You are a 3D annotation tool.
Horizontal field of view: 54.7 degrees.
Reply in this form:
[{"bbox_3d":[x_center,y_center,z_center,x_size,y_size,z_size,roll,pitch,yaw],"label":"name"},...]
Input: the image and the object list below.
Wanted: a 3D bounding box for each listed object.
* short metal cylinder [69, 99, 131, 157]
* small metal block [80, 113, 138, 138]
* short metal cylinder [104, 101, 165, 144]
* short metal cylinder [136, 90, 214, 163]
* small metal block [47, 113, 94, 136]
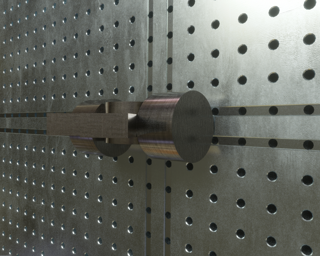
[{"bbox_3d":[-0.081,-0.001,0.440,0.050,0.081,0.079,2,91,40],"label":"short metal cylinder"},{"bbox_3d":[-0.052,-0.003,0.336,0.050,0.050,0.025,1,91,9],"label":"small metal block"},{"bbox_3d":[-0.030,-0.007,0.398,0.080,0.081,0.050,2,91,40],"label":"short metal cylinder"},{"bbox_3d":[0.019,-0.002,0.357,0.050,0.081,0.079,1,91,41],"label":"short metal cylinder"},{"bbox_3d":[-0.098,-0.004,0.368,0.050,0.050,0.025,1,91,8],"label":"small metal block"}]
